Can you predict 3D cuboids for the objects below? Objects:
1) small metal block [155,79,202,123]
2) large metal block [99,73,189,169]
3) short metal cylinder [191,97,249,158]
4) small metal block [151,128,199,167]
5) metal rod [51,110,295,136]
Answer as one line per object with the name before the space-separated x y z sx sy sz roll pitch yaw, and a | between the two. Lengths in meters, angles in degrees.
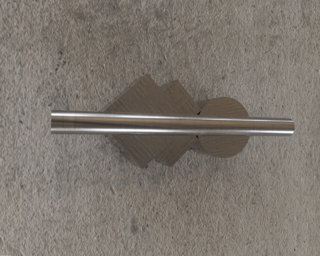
small metal block | 0.019 -0.033 0.405 0.025 0.050 0.050 -44 105 -14
large metal block | -0.026 -0.008 0.386 0.080 0.050 0.080 -44 104 -15
short metal cylinder | 0.075 -0.001 0.424 0.081 0.050 0.080 0 90 -20
small metal block | 0.015 0.022 0.404 0.050 0.050 0.025 -44 104 -15
metal rod | 0.031 -0.004 0.367 0.302 0.025 0.025 1 90 -20
